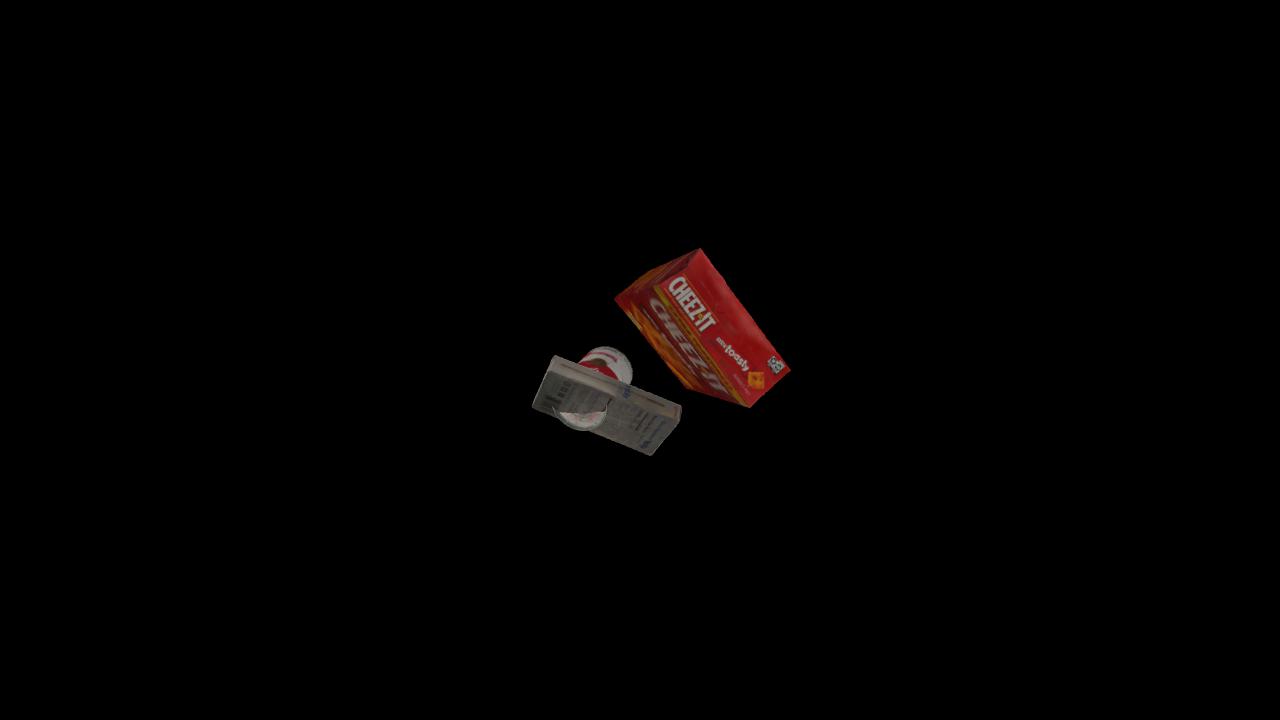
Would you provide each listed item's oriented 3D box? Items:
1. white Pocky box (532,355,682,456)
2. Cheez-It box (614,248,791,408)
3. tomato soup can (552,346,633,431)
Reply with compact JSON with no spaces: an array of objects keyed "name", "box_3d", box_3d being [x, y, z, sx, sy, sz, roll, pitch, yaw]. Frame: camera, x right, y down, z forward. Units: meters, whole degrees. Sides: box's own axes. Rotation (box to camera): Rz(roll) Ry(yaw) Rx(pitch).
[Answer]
[{"name":"white Pocky box","box_3d":[-0.039,0.054,0.693,0.154,0.028,0.084,23,-42,-9]},{"name":"Cheez-It box","box_3d":[0.064,-0.035,0.733,0.071,0.166,0.223,-41,11,-9]},{"name":"tomato soup can","box_3d":[-0.053,0.031,0.722,0.068,0.068,0.101,0,21,18]}]
